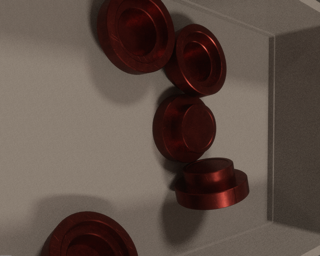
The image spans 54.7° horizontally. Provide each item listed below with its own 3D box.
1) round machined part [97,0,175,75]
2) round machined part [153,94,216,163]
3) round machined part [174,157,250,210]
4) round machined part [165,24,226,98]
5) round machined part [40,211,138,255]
[{"bbox_3d":[-0.032,-0.112,0.370,0.099,0.042,0.097,0,90,-40],"label":"round machined part"},{"bbox_3d":[0.041,0.000,0.432,0.099,0.042,0.097,0,90,-40],"label":"round machined part"},{"bbox_3d":[0.068,0.070,0.418,0.099,0.098,0.042,-18,101,-39],"label":"round machined part"},{"bbox_3d":[0.045,-0.089,0.430,0.099,0.042,0.097,8,77,-39],"label":"round machined part"},{"bbox_3d":[-0.073,0.138,0.314,0.098,0.042,0.098,30,30,-19],"label":"round machined part"}]
